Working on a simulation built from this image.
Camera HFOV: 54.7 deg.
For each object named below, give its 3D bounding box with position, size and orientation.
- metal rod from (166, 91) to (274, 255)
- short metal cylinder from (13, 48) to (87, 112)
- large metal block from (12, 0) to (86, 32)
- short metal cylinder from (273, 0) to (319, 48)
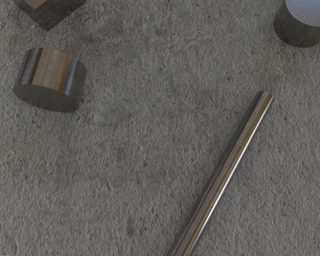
[{"bbox_3d":[0.067,0.077,0.380,0.025,0.025,0.300,30,72,10],"label":"metal rod"},{"bbox_3d":[-0.140,-0.059,0.399,0.080,0.080,0.050,7,70,2],"label":"short metal cylinder"},{"bbox_3d":[-0.175,-0.208,0.469,0.080,0.050,0.080,41,75,13],"label":"large metal block"},{"bbox_3d":[0.216,-0.167,0.457,0.081,0.050,0.080,0,70,0],"label":"short metal cylinder"}]
